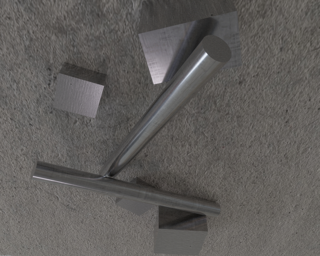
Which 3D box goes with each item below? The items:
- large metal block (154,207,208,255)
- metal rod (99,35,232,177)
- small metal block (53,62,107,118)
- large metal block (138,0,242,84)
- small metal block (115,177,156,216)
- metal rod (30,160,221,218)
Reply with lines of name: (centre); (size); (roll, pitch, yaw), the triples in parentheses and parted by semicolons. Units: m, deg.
large metal block: (0.033, 0.179, 0.543); (0.081, 0.050, 0.079); (5, 130, -5)
metal rod: (-0.019, 0.006, 0.347); (0.025, 0.025, 0.298); (20, 147, -16)
small metal block: (-0.095, -0.044, 0.369); (0.050, 0.025, 0.050); (15, 129, -13)
large metal block: (0.027, -0.092, 0.294); (0.080, 0.080, 0.050); (-11, 129, 9)
small metal block: (-0.036, 0.112, 0.502); (0.050, 0.025, 0.050); (35, 122, -26)
metal rod: (-0.032, 0.096, 0.458); (0.302, 0.025, 0.025); (19, 128, -27)
